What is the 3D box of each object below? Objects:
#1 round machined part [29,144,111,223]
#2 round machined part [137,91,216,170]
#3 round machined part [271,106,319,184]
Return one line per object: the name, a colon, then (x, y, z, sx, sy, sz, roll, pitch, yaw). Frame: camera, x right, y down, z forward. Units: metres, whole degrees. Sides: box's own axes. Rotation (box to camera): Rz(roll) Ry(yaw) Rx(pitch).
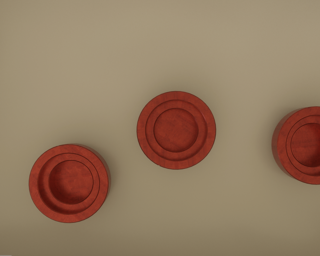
round machined part: (-0.113, 0.068, 0.402, 0.099, 0.042, 0.097, 0, 90, 0)
round machined part: (0.020, 0.003, 0.403, 0.099, 0.042, 0.097, 0, 90, 0)
round machined part: (0.194, 0.021, 0.404, 0.099, 0.042, 0.097, 0, 90, 0)
